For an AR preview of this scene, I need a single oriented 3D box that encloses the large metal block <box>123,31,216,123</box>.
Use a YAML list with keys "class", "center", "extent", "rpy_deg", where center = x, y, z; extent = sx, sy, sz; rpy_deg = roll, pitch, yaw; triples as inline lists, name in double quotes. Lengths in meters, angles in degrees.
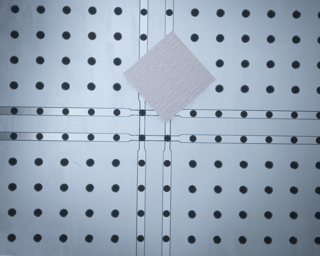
- class: "large metal block"
  center: [0.011, -0.063, 0.401]
  extent: [0.080, 0.050, 0.080]
  rpy_deg: [-41, 91, 0]
